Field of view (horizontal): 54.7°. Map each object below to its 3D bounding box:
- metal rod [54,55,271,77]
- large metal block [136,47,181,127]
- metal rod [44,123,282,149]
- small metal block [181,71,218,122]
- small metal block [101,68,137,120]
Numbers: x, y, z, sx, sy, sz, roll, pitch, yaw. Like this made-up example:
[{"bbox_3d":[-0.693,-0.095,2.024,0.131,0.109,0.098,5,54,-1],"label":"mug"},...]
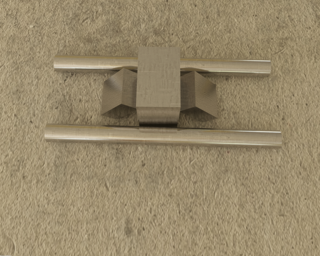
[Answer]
[{"bbox_3d":[0.004,-0.088,0.442,0.302,0.025,0.025,1,70,0],"label":"metal rod"},{"bbox_3d":[-0.002,-0.048,0.400,0.050,0.080,0.080,1,70,0],"label":"large metal block"},{"bbox_3d":[0.004,0.011,0.405,0.302,0.025,0.025,2,70,0],"label":"metal rod"},{"bbox_3d":[0.051,-0.040,0.410,0.025,0.050,0.050,-17,64,39],"label":"small metal block"},{"bbox_3d":[-0.053,-0.044,0.410,0.025,0.050,0.050,16,65,-37],"label":"small metal block"}]
